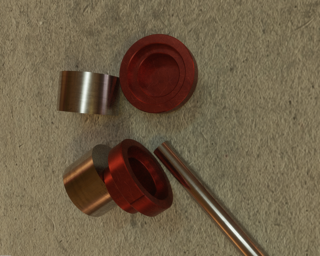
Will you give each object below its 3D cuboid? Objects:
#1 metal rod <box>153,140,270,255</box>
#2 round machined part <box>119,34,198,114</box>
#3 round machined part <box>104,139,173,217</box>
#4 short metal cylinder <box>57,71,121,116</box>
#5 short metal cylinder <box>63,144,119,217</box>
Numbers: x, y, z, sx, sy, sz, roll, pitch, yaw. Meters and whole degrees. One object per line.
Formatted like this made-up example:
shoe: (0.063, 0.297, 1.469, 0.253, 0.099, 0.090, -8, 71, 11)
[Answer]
metal rod: (0.098, 0.134, 0.374, 0.025, 0.025, 0.300, -45, 77, 14)
round machined part: (0.001, -0.067, 0.399, 0.098, 0.042, 0.097, 0, 90, 19)
round machined part: (-0.030, 0.065, 0.380, 0.042, 0.098, 0.098, -36, 79, 16)
short metal cylinder: (-0.093, -0.044, 0.411, 0.080, 0.080, 0.050, 6, 92, 19)
short metal cylinder: (-0.078, 0.068, 0.406, 0.050, 0.080, 0.080, -36, 79, 17)
